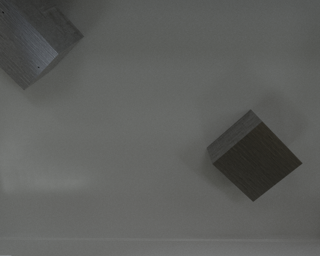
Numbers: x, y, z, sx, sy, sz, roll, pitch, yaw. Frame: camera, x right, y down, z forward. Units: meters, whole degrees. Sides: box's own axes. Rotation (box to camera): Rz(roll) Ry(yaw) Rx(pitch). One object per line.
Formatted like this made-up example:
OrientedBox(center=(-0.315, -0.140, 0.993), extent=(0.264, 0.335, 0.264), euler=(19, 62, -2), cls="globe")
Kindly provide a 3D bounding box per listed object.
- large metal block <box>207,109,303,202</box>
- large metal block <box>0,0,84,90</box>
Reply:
OrientedBox(center=(0.123, 0.036, 0.412), extent=(0.080, 0.050, 0.080), euler=(43, 104, -14), cls="large metal block")
OrientedBox(center=(-0.147, -0.102, 0.343), extent=(0.080, 0.050, 0.080), euler=(-29, 110, 37), cls="large metal block")
